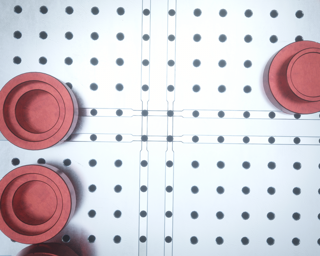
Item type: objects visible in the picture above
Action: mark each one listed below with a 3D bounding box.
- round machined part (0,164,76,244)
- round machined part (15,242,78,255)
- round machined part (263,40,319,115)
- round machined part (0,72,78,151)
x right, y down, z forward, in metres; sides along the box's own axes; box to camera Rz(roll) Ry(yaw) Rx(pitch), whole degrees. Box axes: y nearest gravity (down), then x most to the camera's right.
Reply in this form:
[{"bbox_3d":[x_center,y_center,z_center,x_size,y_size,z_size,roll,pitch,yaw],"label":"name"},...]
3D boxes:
[{"bbox_3d":[-0.158,0.095,0.402,0.099,0.042,0.098,0,87,0],"label":"round machined part"},{"bbox_3d":[-0.142,0.188,0.396,0.099,0.042,0.097,0,105,-1],"label":"round machined part"},{"bbox_3d":[0.191,-0.067,0.406,0.099,0.042,0.097,0,90,0],"label":"round machined part"},{"bbox_3d":[-0.155,-0.021,0.404,0.099,0.042,0.097,0,90,0],"label":"round machined part"}]
